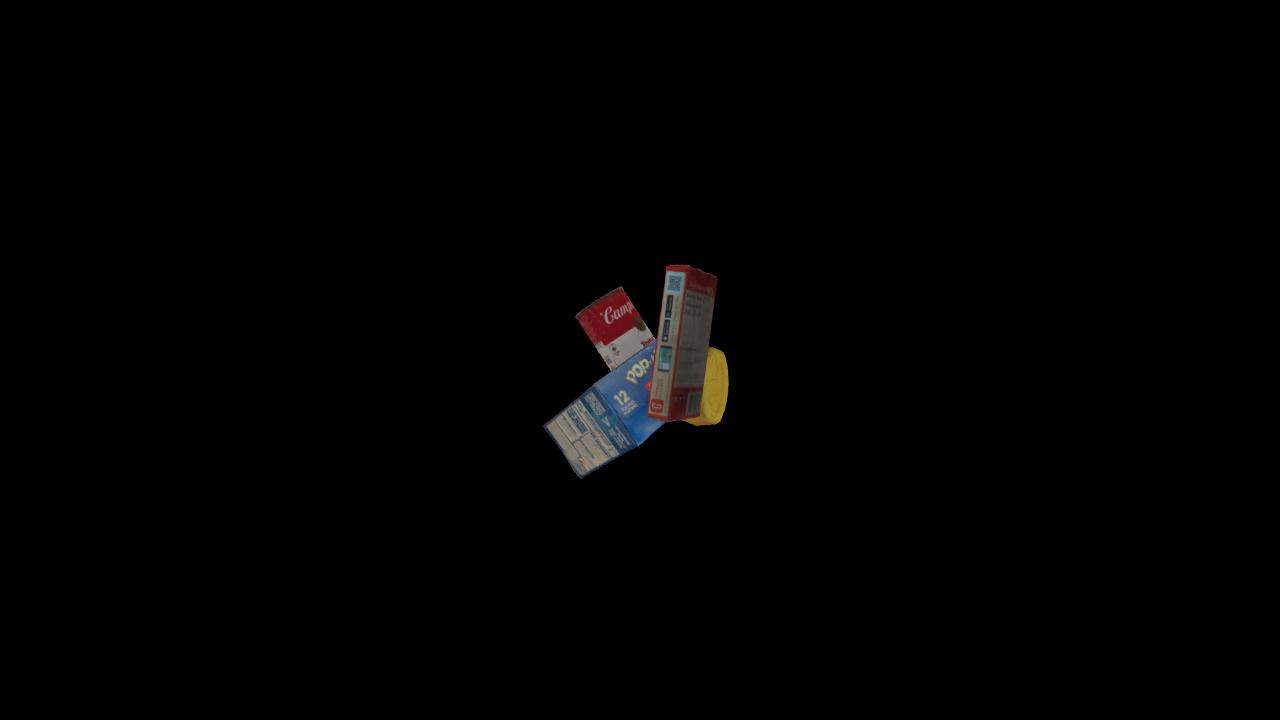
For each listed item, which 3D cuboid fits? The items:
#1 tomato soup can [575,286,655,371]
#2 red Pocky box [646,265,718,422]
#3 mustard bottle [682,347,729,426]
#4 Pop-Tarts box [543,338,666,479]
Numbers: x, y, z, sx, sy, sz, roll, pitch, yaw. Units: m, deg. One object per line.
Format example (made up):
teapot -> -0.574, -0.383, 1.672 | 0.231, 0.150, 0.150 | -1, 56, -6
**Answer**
tomato soup can -> -0.023, -0.027, 0.735 | 0.068, 0.101, 0.068 | -32, 2, 1
red Pocky box -> 0.045, -0.016, 0.635 | 0.028, 0.155, 0.083 | 9, 3, 29
mustard bottle -> 0.021, 0.036, 0.765 | 0.184, 0.092, 0.054 | -5, -11, 41
Pop-Tarts box -> -0.008, 0.047, 0.731 | 0.167, 0.083, 0.141 | -37, -1, -40
